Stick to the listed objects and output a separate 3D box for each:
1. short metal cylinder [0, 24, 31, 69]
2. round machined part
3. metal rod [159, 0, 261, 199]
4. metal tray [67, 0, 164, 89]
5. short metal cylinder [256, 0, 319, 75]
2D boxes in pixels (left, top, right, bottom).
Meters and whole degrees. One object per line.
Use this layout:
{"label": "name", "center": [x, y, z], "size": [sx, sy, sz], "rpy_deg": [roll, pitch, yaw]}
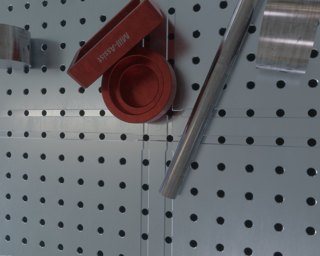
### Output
{"label": "short metal cylinder", "center": [-0.238, -0.121, 0.468], "size": [0.080, 0.080, 0.050], "rpy_deg": [0, 90, 20]}
{"label": "round machined part", "center": [-0.025, -0.055, 0.412], "size": [0.098, 0.042, 0.097], "rpy_deg": [0, 90, 19]}
{"label": "metal rod", "center": [0.066, -0.049, 0.389], "size": [0.025, 0.025, 0.298], "rpy_deg": [25, 98, 18]}
{"label": "metal tray", "center": [-0.058, -0.116, 0.399], "size": [0.130, 0.090, 0.030], "rpy_deg": [-37, 117, 16]}
{"label": "short metal cylinder", "center": [0.138, -0.101, 0.335], "size": [0.050, 0.080, 0.080], "rpy_deg": [12, 94, 19]}
